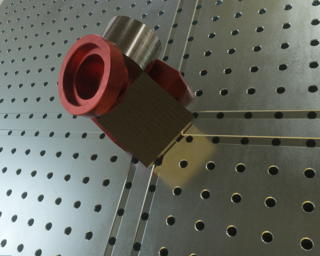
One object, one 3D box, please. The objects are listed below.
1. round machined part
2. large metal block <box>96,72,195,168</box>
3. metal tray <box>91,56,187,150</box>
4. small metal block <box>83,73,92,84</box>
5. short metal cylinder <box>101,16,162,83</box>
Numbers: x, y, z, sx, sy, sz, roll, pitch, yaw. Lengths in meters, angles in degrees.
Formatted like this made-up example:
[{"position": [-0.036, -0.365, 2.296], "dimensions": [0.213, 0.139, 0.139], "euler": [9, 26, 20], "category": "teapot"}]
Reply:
[{"position": [-0.077, -0.060, 0.377], "dimensions": [0.098, 0.042, 0.097], "euler": [-8, 77, 38], "category": "round machined part"}, {"position": [-0.016, -0.007, 0.380], "dimensions": [0.080, 0.050, 0.080], "euler": [42, 85, 8], "category": "large metal block"}, {"position": [-0.036, -0.042, 0.449], "dimensions": [0.130, 0.030, 0.090], "euler": [-47, 52, -5], "category": "metal tray"}, {"position": [-0.098, -0.050, 0.432], "dimensions": [0.025, 0.050, 0.050], "euler": [21, 73, 35], "category": "small metal block"}, {"position": [-0.044, -0.104, 0.419], "dimensions": [0.080, 0.080, 0.050], "euler": [14, 69, 33], "category": "short metal cylinder"}]
